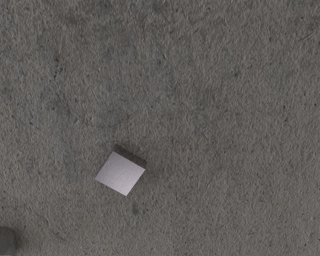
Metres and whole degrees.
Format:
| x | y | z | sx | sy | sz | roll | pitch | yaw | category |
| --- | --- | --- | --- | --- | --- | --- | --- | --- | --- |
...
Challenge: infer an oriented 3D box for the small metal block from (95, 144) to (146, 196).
| x | y | z | sx | sy | sz | roll | pitch | yaw | category |
| --- | --- | --- | --- | --- | --- | --- | --- | --- | --- |
| -0.054 | 0.058 | 0.431 | 0.050 | 0.025 | 0.050 | 31 | 107 | -11 | small metal block |

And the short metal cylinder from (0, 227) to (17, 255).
| x | y | z | sx | sy | sz | roll | pitch | yaw | category |
| --- | --- | --- | --- | --- | --- | --- | --- | --- | --- |
| -0.252 | 0.188 | 0.447 | 0.081 | 0.080 | 0.050 | 2 | 110 | -1 | short metal cylinder |
